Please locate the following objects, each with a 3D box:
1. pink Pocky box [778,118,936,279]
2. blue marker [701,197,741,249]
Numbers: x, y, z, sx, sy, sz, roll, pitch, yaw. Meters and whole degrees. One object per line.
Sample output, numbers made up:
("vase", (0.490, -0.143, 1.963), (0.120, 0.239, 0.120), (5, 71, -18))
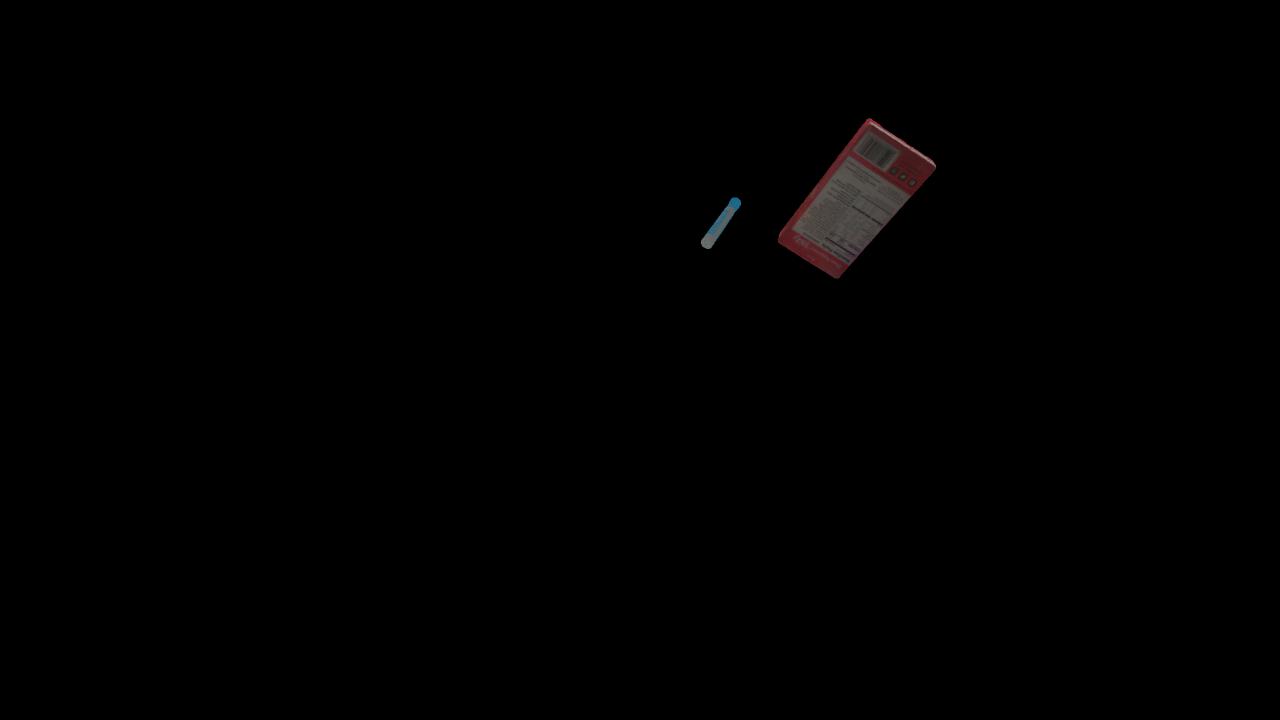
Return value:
("pink Pocky box", (0.227, -0.168, 0.661), (0.084, 0.155, 0.029), (31, 38, -5))
("blue marker", (0.128, -0.214, 0.952), (0.020, 0.020, 0.121), (0, 43, 40))
